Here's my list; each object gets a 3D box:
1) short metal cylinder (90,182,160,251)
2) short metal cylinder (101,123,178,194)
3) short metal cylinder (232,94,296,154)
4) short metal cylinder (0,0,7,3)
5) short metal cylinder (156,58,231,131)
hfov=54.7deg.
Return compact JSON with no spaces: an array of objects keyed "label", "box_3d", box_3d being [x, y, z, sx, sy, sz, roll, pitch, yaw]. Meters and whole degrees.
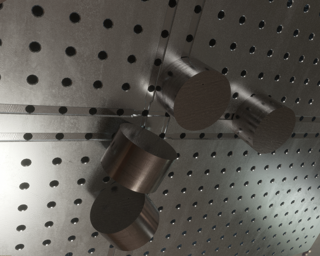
[{"label":"short metal cylinder","box_3d":[-0.047,0.119,0.425,0.080,0.080,0.050,-33,129,-7]},{"label":"short metal cylinder","box_3d":[-0.026,0.036,0.385,0.080,0.080,0.050,20,108,-36]},{"label":"short metal cylinder","box_3d":[0.161,-0.007,0.481,0.081,0.050,0.079,-14,124,-21]},{"label":"short metal cylinder","box_3d":[-0.146,-0.136,0.232,0.081,0.050,0.079,-14,124,-21]},{"label":"short metal cylinder","box_3d":[0.042,-0.043,0.393,0.081,0.050,0.079,-14,125,-21]}]
